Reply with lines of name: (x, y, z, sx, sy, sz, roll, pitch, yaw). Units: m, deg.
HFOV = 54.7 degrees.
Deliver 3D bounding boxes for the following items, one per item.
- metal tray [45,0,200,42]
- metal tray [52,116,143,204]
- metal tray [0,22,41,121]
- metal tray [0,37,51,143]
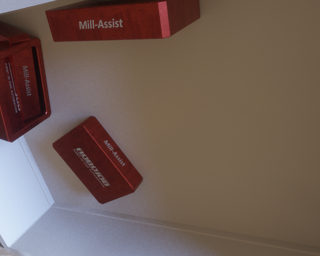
metal tray: (-0.035, -0.115, 0.313, 0.130, 0.090, 0.030, 6, 121, 25)
metal tray: (-0.099, 0.054, 0.492, 0.090, 0.030, 0.130, -28, 103, 37)
metal tray: (-0.226, -0.085, 0.461, 0.090, 0.030, 0.129, 26, 129, 26)
metal tray: (-0.203, -0.056, 0.438, 0.030, 0.090, 0.129, 16, 125, 17)
